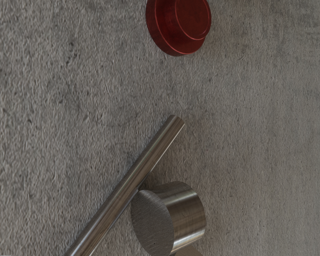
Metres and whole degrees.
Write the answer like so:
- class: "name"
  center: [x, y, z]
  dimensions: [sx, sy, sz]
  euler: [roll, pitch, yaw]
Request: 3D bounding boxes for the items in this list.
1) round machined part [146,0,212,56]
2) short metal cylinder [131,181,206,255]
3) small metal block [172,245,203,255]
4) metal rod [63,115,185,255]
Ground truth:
- class: "round machined part"
  center: [0.032, -0.150, 0.420]
  dimensions: [0.099, 0.042, 0.097]
  euler: [0, 90, -40]
- class: "short metal cylinder"
  center: [0.009, 0.109, 0.376]
  dimensions: [0.050, 0.080, 0.079]
  euler: [-7, 95, -40]
- class: "small metal block"
  center: [0.026, 0.183, 0.427]
  dimensions: [0.050, 0.025, 0.050]
  euler: [49, 61, -29]
- class: "metal rod"
  center: [-0.058, 0.098, 0.356]
  dimensions: [0.025, 0.025, 0.301]
  euler: [52, 59, -27]
